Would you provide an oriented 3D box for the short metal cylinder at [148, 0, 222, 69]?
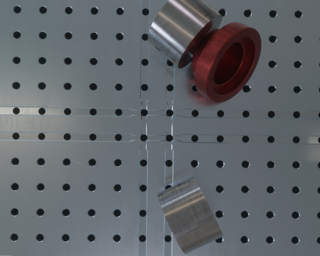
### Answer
[{"bbox_3d":[0.031,-0.121,0.383,0.050,0.080,0.080,42,90,8],"label":"short metal cylinder"}]

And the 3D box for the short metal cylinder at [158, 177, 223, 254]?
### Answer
[{"bbox_3d":[0.037,0.107,0.386,0.050,0.080,0.080,-26,90,0],"label":"short metal cylinder"}]

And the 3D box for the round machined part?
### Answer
[{"bbox_3d":[0.078,-0.084,0.387,0.042,0.098,0.098,39,90,35],"label":"round machined part"}]
